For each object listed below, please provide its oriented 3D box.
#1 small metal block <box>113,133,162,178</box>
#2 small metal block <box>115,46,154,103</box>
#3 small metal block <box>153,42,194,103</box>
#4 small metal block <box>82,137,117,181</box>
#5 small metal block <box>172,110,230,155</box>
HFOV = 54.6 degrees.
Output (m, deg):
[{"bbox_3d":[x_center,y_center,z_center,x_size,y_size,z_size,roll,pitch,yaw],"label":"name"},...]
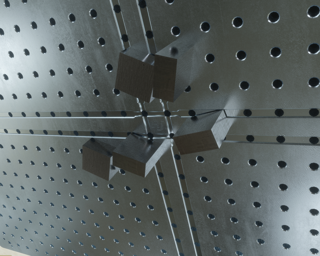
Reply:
[{"bbox_3d":[-0.032,0.037,0.435,0.050,0.050,0.025,18,126,17],"label":"small metal block"},{"bbox_3d":[-0.025,-0.066,0.384,0.050,0.025,0.050,24,127,13],"label":"small metal block"},{"bbox_3d":[0.015,-0.064,0.348,0.025,0.050,0.050,17,125,19],"label":"small metal block"},{"bbox_3d":[-0.095,0.050,0.493,0.050,0.025,0.050,21,127,15],"label":"small metal block"},{"bbox_3d":[0.050,0.005,0.372,0.050,0.050,0.025,-13,112,33],"label":"small metal block"}]
